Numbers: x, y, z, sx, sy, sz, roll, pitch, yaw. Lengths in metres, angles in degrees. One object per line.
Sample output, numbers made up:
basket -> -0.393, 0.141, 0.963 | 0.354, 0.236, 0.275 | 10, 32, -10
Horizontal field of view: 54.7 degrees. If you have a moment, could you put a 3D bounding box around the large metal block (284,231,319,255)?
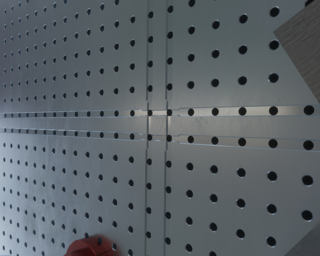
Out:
large metal block -> 0.124, 0.149, 0.271 | 0.050, 0.081, 0.079 | 35, 112, 34

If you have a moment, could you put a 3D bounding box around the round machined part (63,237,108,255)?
round machined part -> -0.127, 0.232, 0.503 | 0.098, 0.042, 0.097 | 0, 90, 40

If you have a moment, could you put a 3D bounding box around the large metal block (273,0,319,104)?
large metal block -> 0.159, -0.071, 0.262 | 0.080, 0.050, 0.080 | -37, 68, 34
